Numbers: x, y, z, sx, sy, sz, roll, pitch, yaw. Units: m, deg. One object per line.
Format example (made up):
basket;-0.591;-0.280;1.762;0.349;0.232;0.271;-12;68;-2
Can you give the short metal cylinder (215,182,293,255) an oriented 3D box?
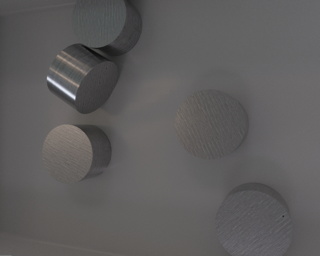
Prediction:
short metal cylinder;0.109;0.107;0.359;0.080;0.050;0.080;0;90;20

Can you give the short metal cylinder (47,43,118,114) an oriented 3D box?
short metal cylinder;-0.102;-0.066;0.417;0.050;0.080;0.080;34;101;17

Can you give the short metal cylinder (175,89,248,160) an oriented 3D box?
short metal cylinder;0.064;-0.004;0.375;0.080;0.050;0.080;0;90;20

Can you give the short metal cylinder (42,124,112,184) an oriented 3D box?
short metal cylinder;-0.116;0.035;0.438;0.080;0.050;0.080;0;90;20

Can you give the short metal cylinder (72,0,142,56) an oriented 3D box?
short metal cylinder;-0.071;-0.143;0.422;0.080;0.050;0.080;0;90;20
